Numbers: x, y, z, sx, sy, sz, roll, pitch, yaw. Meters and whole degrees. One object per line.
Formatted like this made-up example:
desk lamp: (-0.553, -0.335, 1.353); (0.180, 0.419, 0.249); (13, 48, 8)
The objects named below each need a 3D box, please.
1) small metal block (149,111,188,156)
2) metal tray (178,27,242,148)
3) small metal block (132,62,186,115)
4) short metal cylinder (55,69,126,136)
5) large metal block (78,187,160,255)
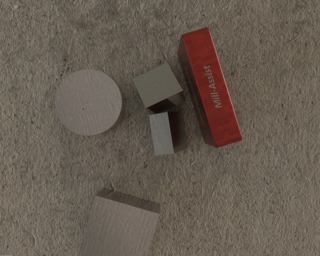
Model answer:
small metal block: (0.012, 0.005, 0.395); (0.025, 0.050, 0.050); (-9, 90, 25)
metal tray: (0.057, -0.044, 0.377); (0.030, 0.090, 0.129); (-17, 90, 0)
small metal block: (-0.001, -0.049, 0.399); (0.050, 0.025, 0.050); (-26, 61, 0)
short metal cylinder: (-0.086, -0.031, 0.397); (0.081, 0.050, 0.079); (0, 90, 0)
large metal block: (-0.050, 0.130, 0.397); (0.080, 0.050, 0.080); (16, 90, 0)
